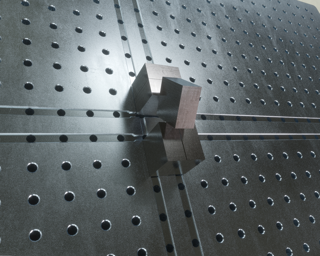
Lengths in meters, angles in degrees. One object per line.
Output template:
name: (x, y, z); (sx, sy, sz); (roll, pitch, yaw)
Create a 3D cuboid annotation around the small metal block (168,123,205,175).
small metal block: (0.027, 0.026, 0.391); (0.025, 0.050, 0.050); (1, 61, -28)

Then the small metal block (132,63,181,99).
small metal block: (-0.005, -0.062, 0.428); (0.050, 0.050, 0.025); (2, 61, -28)

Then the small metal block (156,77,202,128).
small metal block: (0.021, -0.031, 0.371); (0.025, 0.050, 0.050); (0, 19, -28)

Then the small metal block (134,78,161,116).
small metal block: (0.000, -0.039, 0.417); (0.050, 0.050, 0.025); (2, 61, -28)

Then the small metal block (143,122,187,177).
small metal block: (0.004, 0.027, 0.379); (0.025, 0.050, 0.050); (1, 61, -28)
